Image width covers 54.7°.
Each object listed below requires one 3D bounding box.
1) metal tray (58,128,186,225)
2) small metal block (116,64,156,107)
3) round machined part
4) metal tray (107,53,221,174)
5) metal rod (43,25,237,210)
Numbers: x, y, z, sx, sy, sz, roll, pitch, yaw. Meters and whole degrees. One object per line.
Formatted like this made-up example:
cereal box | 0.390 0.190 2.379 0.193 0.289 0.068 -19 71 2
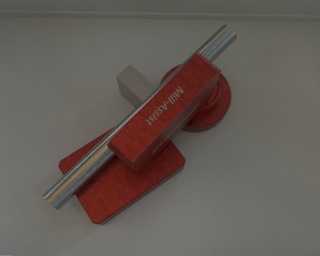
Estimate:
metal tray | -0.046 0.047 0.388 0.131 0.030 0.090 -33 74 -12
small metal block | -0.029 -0.049 0.412 0.025 0.050 0.050 -43 76 -14
round machined part | 0.047 -0.047 0.416 0.099 0.042 0.098 0 70 -1
metal tray | 0.007 -0.011 0.337 0.030 0.090 0.130 42 82 11
metal rod | -0.016 -0.020 0.374 0.025 0.025 0.301 43 79 13
